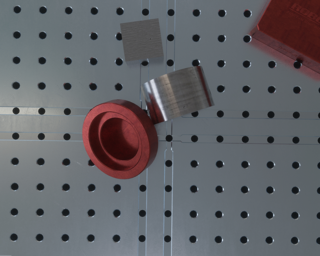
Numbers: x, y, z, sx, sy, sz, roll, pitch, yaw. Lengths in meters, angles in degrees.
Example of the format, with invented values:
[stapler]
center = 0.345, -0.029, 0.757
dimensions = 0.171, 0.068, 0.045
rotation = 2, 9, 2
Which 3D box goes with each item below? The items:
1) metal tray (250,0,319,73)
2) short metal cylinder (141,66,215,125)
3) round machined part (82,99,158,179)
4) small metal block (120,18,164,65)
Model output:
[metal tray]
center = 0.201, -0.136, 0.413
dimensions = 0.130, 0.030, 0.090
rotation = 29, 90, 0
[short metal cylinder]
center = 0.022, -0.039, 0.386
dimensions = 0.080, 0.080, 0.050
rotation = -18, 90, 0
[round machined part]
center = -0.046, 0.011, 0.390
dimensions = 0.098, 0.042, 0.097
rotation = 9, 110, 25
[small metal block]
center = -0.023, -0.114, 0.413
dimensions = 0.050, 0.025, 0.050
rotation = -8, 90, 0
